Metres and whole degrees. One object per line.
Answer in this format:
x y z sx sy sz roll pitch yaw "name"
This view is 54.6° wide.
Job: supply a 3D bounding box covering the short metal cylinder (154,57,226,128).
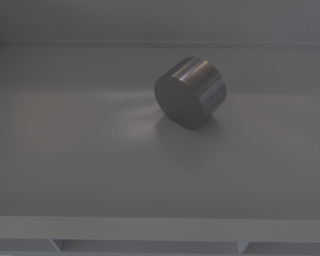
0.039 -0.046 0.409 0.080 0.080 0.050 32 57 24 "short metal cylinder"
